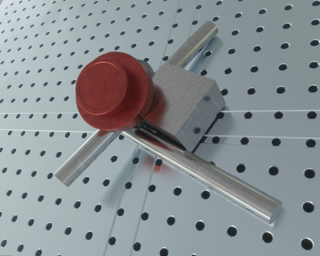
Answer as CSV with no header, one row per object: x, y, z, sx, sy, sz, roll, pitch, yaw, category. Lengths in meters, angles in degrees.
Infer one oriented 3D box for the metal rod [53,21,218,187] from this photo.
-0.023,-0.042,0.420,0.025,0.025,0.301,31,71,37,metal rod

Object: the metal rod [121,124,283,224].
0.005,0.026,0.387,0.300,0.025,0.025,28,77,37,metal rod

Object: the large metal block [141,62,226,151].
0.022,-0.027,0.391,0.080,0.050,0.080,29,77,37,large metal block

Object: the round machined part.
-0.061,-0.045,0.371,0.098,0.042,0.097,-3,80,20,round machined part

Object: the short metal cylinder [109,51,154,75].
-0.053,-0.063,0.437,0.050,0.080,0.080,28,77,37,short metal cylinder
